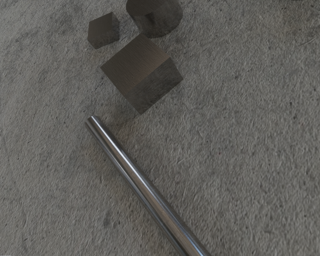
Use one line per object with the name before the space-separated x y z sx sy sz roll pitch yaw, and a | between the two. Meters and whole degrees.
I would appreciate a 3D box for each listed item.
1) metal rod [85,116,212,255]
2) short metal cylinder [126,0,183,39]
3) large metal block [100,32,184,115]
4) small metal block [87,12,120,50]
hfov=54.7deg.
metal rod | -0.016 0.075 0.365 0.025 0.025 0.300 -43 51 -2
short metal cylinder | -0.009 -0.196 0.511 0.080 0.050 0.080 -13 56 20
large metal block | -0.027 -0.079 0.449 0.080 0.050 0.080 -40 51 0
small metal block | -0.102 -0.177 0.564 0.050 0.025 0.050 -16 55 18
